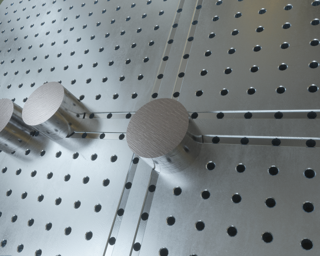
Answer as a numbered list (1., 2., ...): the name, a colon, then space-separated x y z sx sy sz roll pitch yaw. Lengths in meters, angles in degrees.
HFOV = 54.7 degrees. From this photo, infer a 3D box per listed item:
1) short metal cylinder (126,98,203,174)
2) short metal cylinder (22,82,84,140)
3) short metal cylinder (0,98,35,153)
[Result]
1. short metal cylinder: 0.006 0.010 0.382 0.080 0.050 0.080 -13 56 20
2. short metal cylinder: -0.170 -0.027 0.496 0.080 0.050 0.080 -13 56 20
3. short metal cylinder: -0.263 -0.004 0.529 0.080 0.050 0.080 -13 56 20
